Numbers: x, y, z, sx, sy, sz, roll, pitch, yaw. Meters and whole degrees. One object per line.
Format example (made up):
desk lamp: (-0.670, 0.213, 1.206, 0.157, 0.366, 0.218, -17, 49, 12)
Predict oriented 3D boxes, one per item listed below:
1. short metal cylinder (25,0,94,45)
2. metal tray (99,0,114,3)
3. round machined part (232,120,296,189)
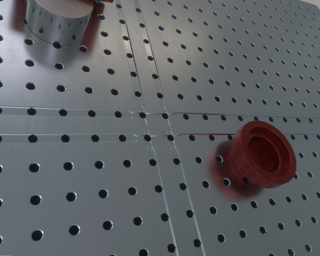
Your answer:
short metal cylinder: (-0.135, -0.159, 0.416, 0.081, 0.050, 0.080, 14, 56, -21)
metal tray: (-0.130, -0.213, 0.433, 0.131, 0.030, 0.090, 13, 17, -21)
round machined part: (0.145, 0.041, 0.450, 0.099, 0.042, 0.098, 14, 56, -21)
